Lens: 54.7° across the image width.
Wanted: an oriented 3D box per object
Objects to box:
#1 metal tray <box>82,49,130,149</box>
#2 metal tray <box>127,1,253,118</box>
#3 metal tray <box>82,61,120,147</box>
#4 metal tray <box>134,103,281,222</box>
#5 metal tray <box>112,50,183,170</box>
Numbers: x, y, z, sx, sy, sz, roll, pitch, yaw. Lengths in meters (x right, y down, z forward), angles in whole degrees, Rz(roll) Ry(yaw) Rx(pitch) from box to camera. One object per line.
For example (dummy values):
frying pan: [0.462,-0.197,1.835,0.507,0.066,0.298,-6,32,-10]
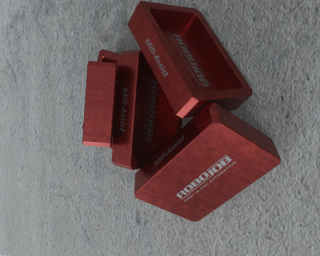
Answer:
metal tray: [-0.063,-0.041,0.453,0.090,0.030,0.129,25,106,36]
metal tray: [0.032,-0.076,0.333,0.030,0.091,0.130,-49,60,45]
metal tray: [-0.070,-0.030,0.388,0.130,0.030,0.089,-140,54,-83]
metal tray: [0.045,0.043,0.325,0.129,0.090,0.030,-46,28,30]
metal tray: [-0.010,-0.021,0.371,0.030,0.091,0.129,8,96,39]
